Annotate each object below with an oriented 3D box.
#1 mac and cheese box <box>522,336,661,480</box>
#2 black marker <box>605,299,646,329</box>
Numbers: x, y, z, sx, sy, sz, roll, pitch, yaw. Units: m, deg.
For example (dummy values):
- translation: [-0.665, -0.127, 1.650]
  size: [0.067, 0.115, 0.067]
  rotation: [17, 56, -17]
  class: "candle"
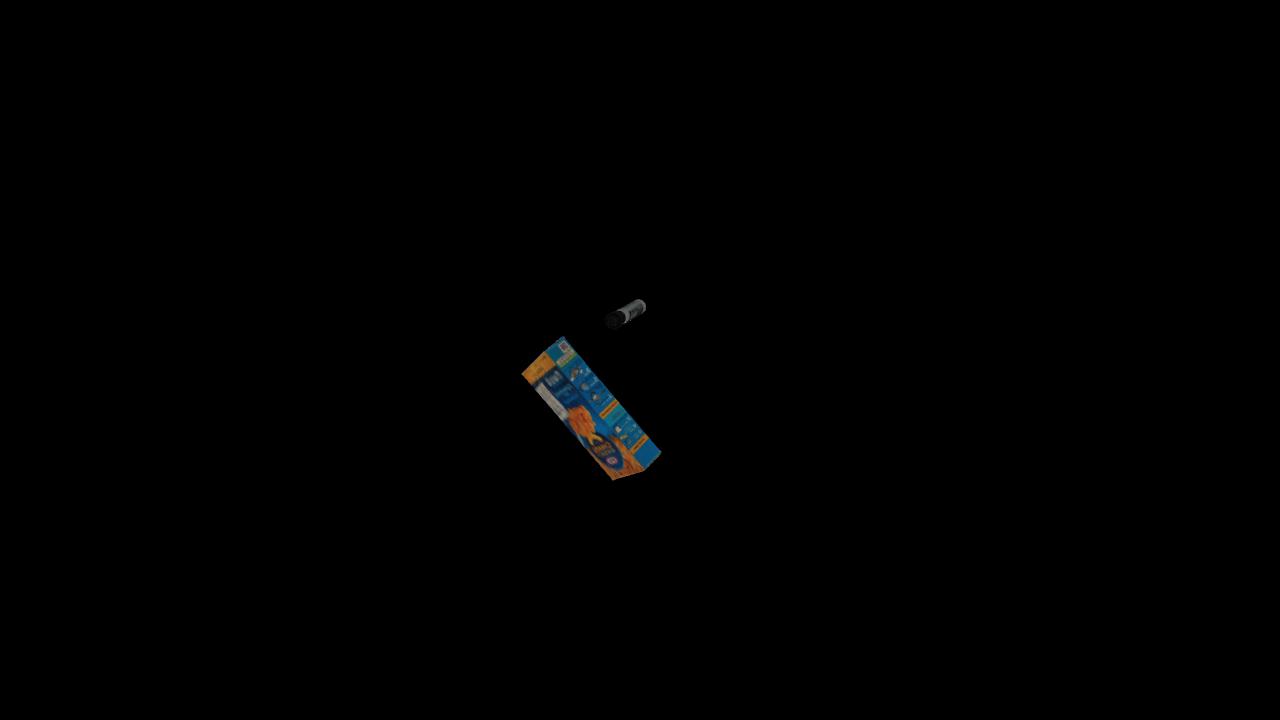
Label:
- translation: [-0.063, 0.064, 0.761]
  size: [0.041, 0.184, 0.093]
  rotation: [-43, 5, -34]
  class: "mac and cheese box"
- translation: [-0.015, -0.053, 0.706]
  size: [0.020, 0.020, 0.121]
  rotation: [0, 12, 14]
  class: "black marker"
